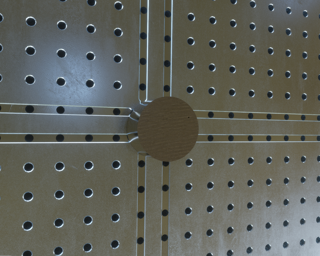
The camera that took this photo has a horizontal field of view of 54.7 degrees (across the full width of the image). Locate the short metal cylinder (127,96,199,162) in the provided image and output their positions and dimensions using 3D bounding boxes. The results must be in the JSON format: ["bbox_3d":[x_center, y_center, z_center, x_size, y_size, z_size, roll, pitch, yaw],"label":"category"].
[{"bbox_3d":[0.003,0.001,0.401,0.081,0.050,0.079,0,90,-21],"label":"short metal cylinder"}]
